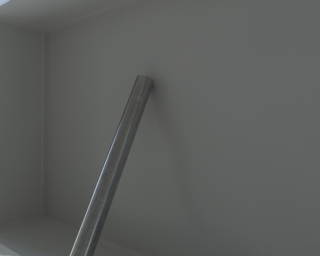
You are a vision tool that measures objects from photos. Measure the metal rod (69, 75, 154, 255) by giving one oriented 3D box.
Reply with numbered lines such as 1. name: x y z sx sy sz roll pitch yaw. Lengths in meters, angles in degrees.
1. metal rod: -0.064 0.068 0.376 0.025 0.025 0.300 0 64 40
